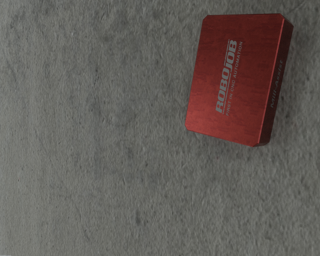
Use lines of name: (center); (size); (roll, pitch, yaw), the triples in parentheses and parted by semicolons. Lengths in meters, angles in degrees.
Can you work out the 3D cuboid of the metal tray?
metal tray: (0.081, -0.052, 0.334); (0.090, 0.030, 0.129); (15, 100, 38)
